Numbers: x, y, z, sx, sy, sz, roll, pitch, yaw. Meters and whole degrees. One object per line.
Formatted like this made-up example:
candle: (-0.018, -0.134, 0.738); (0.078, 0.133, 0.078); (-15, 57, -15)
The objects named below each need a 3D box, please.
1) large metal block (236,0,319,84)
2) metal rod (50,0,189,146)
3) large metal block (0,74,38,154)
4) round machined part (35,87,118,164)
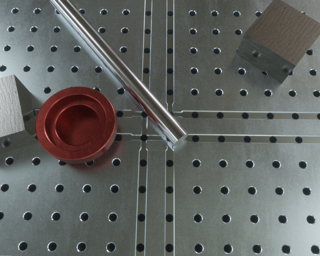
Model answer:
large metal block: (0.171, -0.125, 0.445); (0.080, 0.050, 0.080); (37, 74, 12)
metal rod: (-0.067, -0.094, 0.445); (0.025, 0.025, 0.300); (-37, 74, -12)
large metal block: (-0.212, -0.013, 0.402); (0.081, 0.050, 0.080); (-17, 71, -6)
round machined part: (-0.104, -0.001, 0.402); (0.099, 0.042, 0.098); (0, 70, 0)
